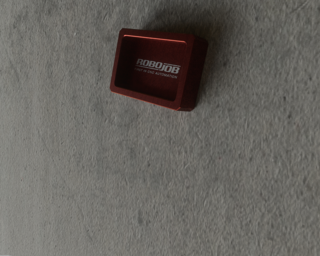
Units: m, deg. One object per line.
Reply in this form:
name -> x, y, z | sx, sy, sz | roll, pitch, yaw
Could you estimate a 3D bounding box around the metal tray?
metal tray -> -0.007, -0.079, 0.408 | 0.130, 0.030, 0.089 | 19, 102, 38
